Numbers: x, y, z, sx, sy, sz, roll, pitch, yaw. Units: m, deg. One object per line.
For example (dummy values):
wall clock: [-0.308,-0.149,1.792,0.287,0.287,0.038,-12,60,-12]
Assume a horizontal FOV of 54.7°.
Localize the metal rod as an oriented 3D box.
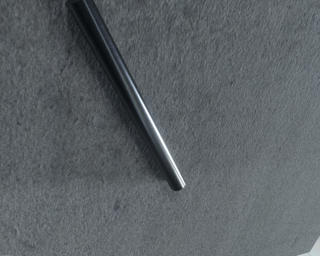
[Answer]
metal rod: [-0.025,-0.017,0.383,0.025,0.025,0.299,-33,129,-7]
